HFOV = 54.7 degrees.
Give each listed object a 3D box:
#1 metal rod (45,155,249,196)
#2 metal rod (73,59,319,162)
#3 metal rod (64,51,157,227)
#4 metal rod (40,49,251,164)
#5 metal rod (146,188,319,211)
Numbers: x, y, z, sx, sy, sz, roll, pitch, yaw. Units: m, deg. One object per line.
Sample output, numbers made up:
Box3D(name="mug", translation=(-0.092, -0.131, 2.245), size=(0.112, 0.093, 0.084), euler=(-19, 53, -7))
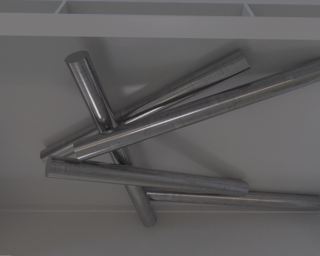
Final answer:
Box3D(name="metal rod", translation=(0.004, 0.069, 0.418), size=(0.302, 0.025, 0.025), euler=(12, 131, -30))
Box3D(name="metal rod", translation=(0.049, -0.021, 0.352), size=(0.301, 0.025, 0.025), euler=(-19, 129, 0))
Box3D(name="metal rod", translation=(-0.051, 0.039, 0.407), size=(0.025, 0.025, 0.299), euler=(-10, 130, 8))
Box3D(name="metal rod", translation=(-0.033, -0.017, 0.393), size=(0.300, 0.025, 0.025), euler=(-25, 126, 19))
Box3D(name="metal rod", translation=(0.117, 0.114, 0.507), size=(0.302, 0.025, 0.025), euler=(4, 130, -4))
